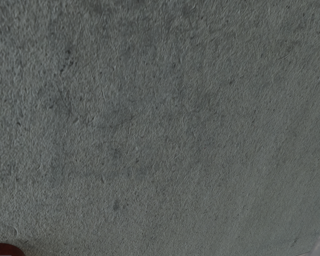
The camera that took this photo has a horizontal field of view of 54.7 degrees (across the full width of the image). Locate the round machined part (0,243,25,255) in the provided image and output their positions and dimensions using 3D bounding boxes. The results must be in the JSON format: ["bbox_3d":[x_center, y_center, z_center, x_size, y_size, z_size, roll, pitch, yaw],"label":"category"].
[{"bbox_3d":[-0.223,0.199,0.398,0.099,0.042,0.097,-14,125,-21],"label":"round machined part"}]
